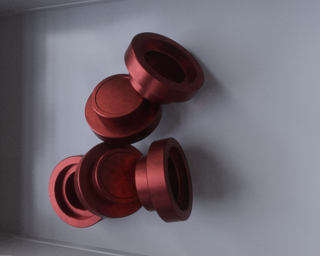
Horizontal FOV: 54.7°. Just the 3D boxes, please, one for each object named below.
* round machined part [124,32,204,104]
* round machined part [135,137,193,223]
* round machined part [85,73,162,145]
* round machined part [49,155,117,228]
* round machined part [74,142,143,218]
[{"bbox_3d":[0.001,-0.067,0.377,0.098,0.099,0.042,50,131,13],"label":"round machined part"},{"bbox_3d":[0.004,0.063,0.370,0.042,0.098,0.097,-13,86,19],"label":"round machined part"},{"bbox_3d":[-0.048,-0.030,0.395,0.098,0.042,0.098,-4,58,7],"label":"round machined part"},{"bbox_3d":[-0.104,0.086,0.438,0.098,0.042,0.097,0,90,20],"label":"round machined part"},{"bbox_3d":[-0.053,0.062,0.389,0.042,0.099,0.098,-33,76,57],"label":"round machined part"}]
